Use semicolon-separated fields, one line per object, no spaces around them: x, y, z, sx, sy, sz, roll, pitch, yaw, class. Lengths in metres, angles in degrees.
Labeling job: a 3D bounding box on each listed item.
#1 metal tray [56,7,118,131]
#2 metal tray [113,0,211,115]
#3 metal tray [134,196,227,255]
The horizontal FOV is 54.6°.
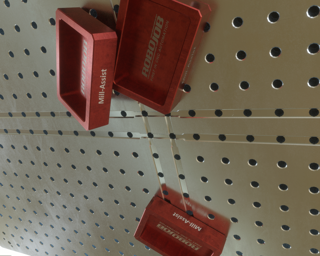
-0.097;-0.073;0.391;0.090;0.030;0.129;41;134;33;metal tray
-0.008;-0.089;0.357;0.090;0.030;0.129;27;128;11;metal tray
0.029;0.177;0.502;0.130;0.030;0.089;28;128;10;metal tray
